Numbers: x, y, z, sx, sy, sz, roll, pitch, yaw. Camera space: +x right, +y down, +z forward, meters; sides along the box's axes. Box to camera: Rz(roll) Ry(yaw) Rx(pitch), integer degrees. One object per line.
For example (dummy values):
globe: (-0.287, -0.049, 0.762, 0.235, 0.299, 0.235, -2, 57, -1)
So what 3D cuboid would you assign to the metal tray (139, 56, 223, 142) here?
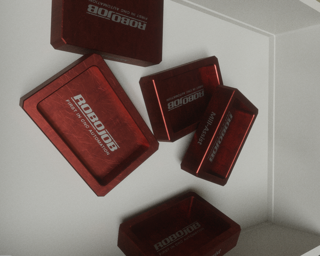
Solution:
metal tray: (0.039, -0.044, 0.438, 0.131, 0.030, 0.089, -25, 106, -37)

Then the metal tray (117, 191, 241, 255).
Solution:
metal tray: (0.025, 0.134, 0.384, 0.131, 0.090, 0.030, -14, 123, -39)

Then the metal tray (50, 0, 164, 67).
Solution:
metal tray: (-0.055, -0.126, 0.358, 0.131, 0.030, 0.089, 2, 88, -40)

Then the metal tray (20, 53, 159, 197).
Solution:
metal tray: (-0.070, -0.002, 0.332, 0.090, 0.030, 0.130, -41, 116, -17)

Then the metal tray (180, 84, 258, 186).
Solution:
metal tray: (0.090, 0.014, 0.450, 0.090, 0.030, 0.130, 27, 87, -49)
